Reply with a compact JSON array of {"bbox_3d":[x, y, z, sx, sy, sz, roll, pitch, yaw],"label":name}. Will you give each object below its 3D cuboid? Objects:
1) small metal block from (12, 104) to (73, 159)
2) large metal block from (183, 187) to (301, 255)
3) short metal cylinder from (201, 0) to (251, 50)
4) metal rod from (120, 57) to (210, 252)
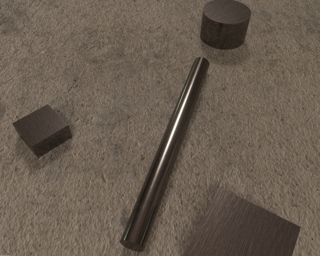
[{"bbox_3d":[-0.151,0.003,0.399,0.050,0.025,0.050,-36,59,-27],"label":"small metal block"},{"bbox_3d":[0.073,0.116,0.290,0.080,0.050,0.080,25,54,19],"label":"large metal block"},{"bbox_3d":[0.113,-0.182,0.541,0.081,0.050,0.080,0,50,0],"label":"short metal cylinder"},{"bbox_3d":[0.019,0.007,0.397,0.025,0.025,0.300,14,51,11],"label":"metal rod"}]
